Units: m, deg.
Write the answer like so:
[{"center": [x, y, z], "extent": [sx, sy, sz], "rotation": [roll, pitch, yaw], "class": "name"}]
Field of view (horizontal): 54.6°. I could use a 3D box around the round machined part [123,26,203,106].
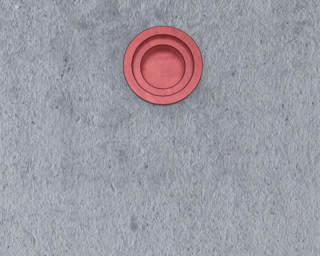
[{"center": [0.004, -0.077, 0.401], "extent": [0.099, 0.042, 0.097], "rotation": [0, 90, 0], "class": "round machined part"}]
